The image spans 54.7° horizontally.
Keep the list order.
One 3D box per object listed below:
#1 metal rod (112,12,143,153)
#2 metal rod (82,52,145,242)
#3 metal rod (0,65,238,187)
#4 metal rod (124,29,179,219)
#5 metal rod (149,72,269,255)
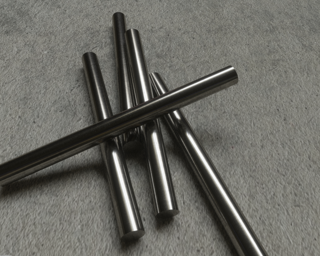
[{"bbox_3d":[-0.055,-0.090,0.477,0.025,0.025,0.300,-6,50,-5],"label":"metal rod"},{"bbox_3d":[-0.070,-0.001,0.403,0.025,0.025,0.300,-13,51,-11],"label":"metal rod"},{"bbox_3d":[-0.045,-0.006,0.369,0.302,0.025,0.025,-24,54,-8],"label":"metal rod"},{"bbox_3d":[-0.018,-0.029,0.412,0.025,0.025,0.299,-8,55,-7],"label":"metal rod"},{"bbox_3d":[0.044,0.034,0.375,0.025,0.025,0.300,-17,52,-14],"label":"metal rod"}]
